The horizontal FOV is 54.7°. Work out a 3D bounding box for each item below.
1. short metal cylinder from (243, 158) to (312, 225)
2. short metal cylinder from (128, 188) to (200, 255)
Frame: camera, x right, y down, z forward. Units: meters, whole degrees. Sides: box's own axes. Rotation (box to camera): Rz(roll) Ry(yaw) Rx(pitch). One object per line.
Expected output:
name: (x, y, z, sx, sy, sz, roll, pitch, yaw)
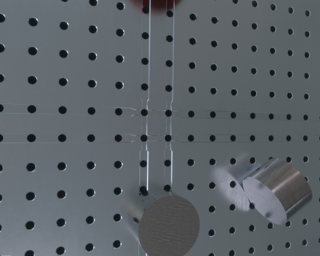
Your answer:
short metal cylinder: (0.166, 0.090, 0.445, 0.050, 0.080, 0.080, -32, 101, -17)
short metal cylinder: (0.004, 0.122, 0.401, 0.081, 0.050, 0.080, 0, 90, -20)
